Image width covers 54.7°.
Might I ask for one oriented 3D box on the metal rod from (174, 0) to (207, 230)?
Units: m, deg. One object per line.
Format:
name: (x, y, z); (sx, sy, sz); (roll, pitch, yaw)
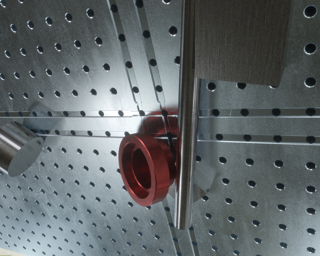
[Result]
metal rod: (0.033, -0.001, 0.370); (0.025, 0.025, 0.298); (11, 117, 22)

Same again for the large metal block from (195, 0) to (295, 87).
large metal block: (0.080, -0.090, 0.297); (0.080, 0.050, 0.079); (10, 123, 22)

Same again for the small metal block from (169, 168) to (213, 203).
small metal block: (0.037, 0.080, 0.440); (0.050, 0.025, 0.050); (42, 129, -2)

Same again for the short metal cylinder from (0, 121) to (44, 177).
short metal cylinder: (-0.245, 0.036, 0.524); (0.050, 0.080, 0.079); (32, 128, 7)

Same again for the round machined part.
round machined part: (-0.015, 0.053, 0.420); (0.098, 0.042, 0.097); (23, 118, 52)
